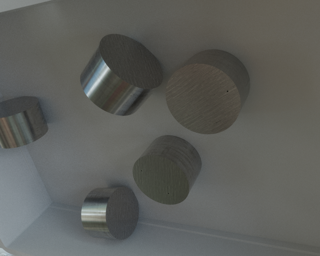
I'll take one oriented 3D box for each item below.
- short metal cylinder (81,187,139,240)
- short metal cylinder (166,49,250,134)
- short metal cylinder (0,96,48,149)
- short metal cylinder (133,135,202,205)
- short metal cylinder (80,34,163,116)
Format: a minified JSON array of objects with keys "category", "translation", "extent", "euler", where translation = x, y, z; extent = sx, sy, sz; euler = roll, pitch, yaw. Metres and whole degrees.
[{"category":"short metal cylinder","translation":[-0.078,0.135,0.496],"extent":[0.050,0.080,0.080],"euler":[-9,114,32]},{"category":"short metal cylinder","translation":[0.053,-0.040,0.339],"extent":[0.080,0.050,0.079],"euler":[13,124,20]},{"category":"short metal cylinder","translation":[-0.222,-0.011,0.481],"extent":[0.080,0.080,0.050],"euler":[5,121,25]},{"category":"short metal cylinder","translation":[0.010,0.057,0.421],"extent":[0.080,0.050,0.079],"euler":[13,124,20]},{"category":"short metal cylinder","translation":[-0.044,-0.061,0.357],"extent":[0.080,0.080,0.050],"euler":[44,129,-2]}]
